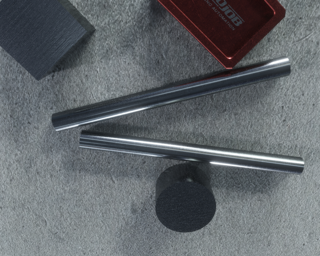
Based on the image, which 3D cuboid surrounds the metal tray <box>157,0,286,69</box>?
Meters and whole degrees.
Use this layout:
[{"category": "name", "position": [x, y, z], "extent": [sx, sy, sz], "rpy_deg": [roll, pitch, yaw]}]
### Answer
[{"category": "metal tray", "position": [0.065, -0.144, 0.354], "extent": [0.130, 0.030, 0.090], "rpy_deg": [41, 105, -14]}]

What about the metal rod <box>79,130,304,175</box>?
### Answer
[{"category": "metal rod", "position": [0.045, 0.034, 0.422], "extent": [0.302, 0.025, 0.025], "rpy_deg": [7, 110, -3]}]

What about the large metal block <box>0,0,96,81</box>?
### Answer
[{"category": "large metal block", "position": [-0.135, -0.114, 0.352], "extent": [0.080, 0.050, 0.080], "rpy_deg": [-41, 106, 13]}]

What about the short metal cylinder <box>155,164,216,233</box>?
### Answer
[{"category": "short metal cylinder", "position": [0.034, 0.097, 0.433], "extent": [0.081, 0.050, 0.079], "rpy_deg": [0, 110, -1]}]

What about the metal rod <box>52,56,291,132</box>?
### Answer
[{"category": "metal rod", "position": [0.010, -0.042, 0.394], "extent": [0.302, 0.025, 0.025], "rpy_deg": [-13, 110, 4]}]
